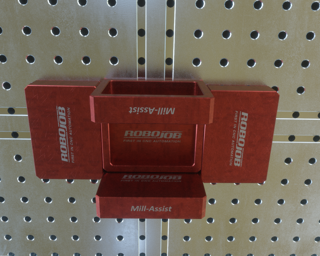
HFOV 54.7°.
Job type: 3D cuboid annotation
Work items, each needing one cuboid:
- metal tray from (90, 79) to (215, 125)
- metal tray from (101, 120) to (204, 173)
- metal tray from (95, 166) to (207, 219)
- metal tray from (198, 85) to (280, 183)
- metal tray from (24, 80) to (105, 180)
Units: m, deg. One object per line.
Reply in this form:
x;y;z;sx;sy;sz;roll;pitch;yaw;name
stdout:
-0.008;-0.034;0.366;0.131;0.090;0.030;1;110;-1;metal tray
-0.010;0.013;0.413;0.131;0.030;0.089;1;110;-1;metal tray
-0.011;0.079;0.406;0.131;0.090;0.030;1;110;-1;metal tray
0.101;0.010;0.414;0.091;0.030;0.129;1;110;-2;metal tray
-0.121;0.004;0.410;0.091;0.030;0.129;1;110;-1;metal tray
